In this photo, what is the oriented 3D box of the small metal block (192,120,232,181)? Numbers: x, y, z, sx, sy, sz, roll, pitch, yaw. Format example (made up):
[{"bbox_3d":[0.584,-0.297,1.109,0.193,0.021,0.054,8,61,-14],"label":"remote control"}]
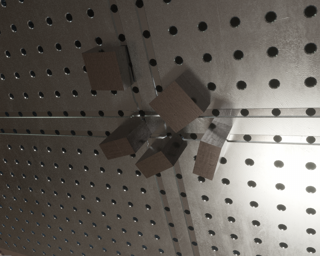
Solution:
[{"bbox_3d":[0.064,0.026,0.377,0.025,0.050,0.050,20,126,16],"label":"small metal block"}]

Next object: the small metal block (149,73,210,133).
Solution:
[{"bbox_3d":[0.023,-0.030,0.380,0.050,0.025,0.050,47,129,-6],"label":"small metal block"}]

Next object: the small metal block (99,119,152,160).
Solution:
[{"bbox_3d":[-0.047,0.016,0.428,0.050,0.050,0.025,-16,110,34],"label":"small metal block"}]

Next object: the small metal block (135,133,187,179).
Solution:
[{"bbox_3d":[0.002,0.036,0.415,0.050,0.050,0.025,-30,102,37],"label":"small metal block"}]

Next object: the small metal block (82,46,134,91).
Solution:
[{"bbox_3d":[-0.066,-0.076,0.397,0.050,0.025,0.050,4,120,26],"label":"small metal block"}]
